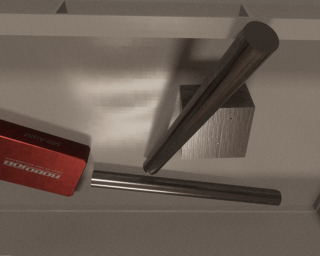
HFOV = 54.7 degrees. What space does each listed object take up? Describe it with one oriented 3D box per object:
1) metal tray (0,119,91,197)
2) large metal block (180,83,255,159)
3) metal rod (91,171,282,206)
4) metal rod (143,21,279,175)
[{"bbox_3d":[-0.177,0.047,0.443,0.131,0.030,0.089,19,128,-16],"label":"metal tray"},{"bbox_3d":[0.066,-0.008,0.387,0.081,0.050,0.079,-2,130,1],"label":"large metal block"},{"bbox_3d":[0.045,0.097,0.491,0.302,0.025,0.025,7,130,-7],"label":"metal rod"},{"bbox_3d":[0.026,0.000,0.328,0.025,0.025,0.299,12,154,-11],"label":"metal rod"}]
